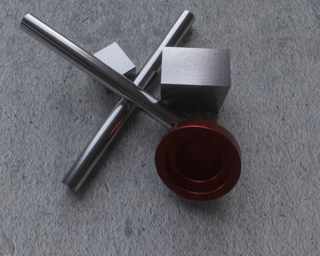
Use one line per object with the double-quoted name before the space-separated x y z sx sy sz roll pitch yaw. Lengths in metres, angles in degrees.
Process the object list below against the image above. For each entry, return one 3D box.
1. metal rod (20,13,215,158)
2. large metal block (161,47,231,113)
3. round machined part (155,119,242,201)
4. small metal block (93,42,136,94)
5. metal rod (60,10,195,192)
"metal rod" -0.045 -0.051 0.396 0.301 0.025 0.025 34 73 0
"large metal block" 0.042 -0.059 0.401 0.081 0.080 0.050 2 70 0
"round machined part" 0.047 0.034 0.369 0.098 0.097 0.042 21 27 7
"small metal block" -0.069 -0.086 0.439 0.050 0.025 0.050 -34 74 -12
"metal rod" -0.034 -0.048 0.425 0.025 0.025 0.300 30 72 10
